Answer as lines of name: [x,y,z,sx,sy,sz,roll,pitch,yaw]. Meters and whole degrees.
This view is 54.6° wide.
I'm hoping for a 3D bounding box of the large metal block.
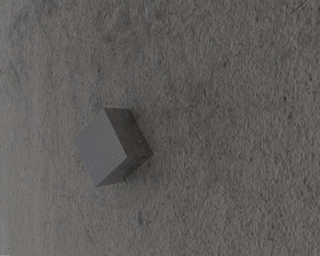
large metal block: [-0.068,0.028,0.446,0.080,0.050,0.080,-43,64,31]
